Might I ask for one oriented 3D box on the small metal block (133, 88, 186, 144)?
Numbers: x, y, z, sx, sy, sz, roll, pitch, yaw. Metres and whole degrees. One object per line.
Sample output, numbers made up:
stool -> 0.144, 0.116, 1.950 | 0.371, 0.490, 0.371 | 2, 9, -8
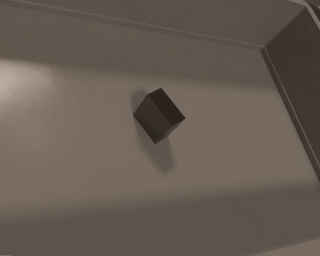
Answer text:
small metal block -> -0.002, -0.015, 0.399 | 0.025, 0.050, 0.050 | -31, 79, -38
